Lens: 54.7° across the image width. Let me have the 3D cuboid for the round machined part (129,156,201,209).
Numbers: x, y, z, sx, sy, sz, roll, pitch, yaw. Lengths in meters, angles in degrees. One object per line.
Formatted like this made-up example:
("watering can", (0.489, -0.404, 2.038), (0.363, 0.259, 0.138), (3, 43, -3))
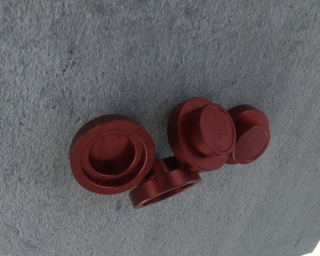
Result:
("round machined part", (0.003, 0.071, 0.421), (0.099, 0.042, 0.098), (-21, 162, -7))

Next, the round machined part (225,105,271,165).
("round machined part", (0.129, 0.017, 0.476), (0.099, 0.042, 0.097), (-14, 124, -21))

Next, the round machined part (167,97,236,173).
("round machined part", (0.060, 0.006, 0.397), (0.099, 0.042, 0.098), (14, 68, -37))

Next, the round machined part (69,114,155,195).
("round machined part", (-0.059, 0.028, 0.375), (0.099, 0.042, 0.097), (-8, 116, -17))
